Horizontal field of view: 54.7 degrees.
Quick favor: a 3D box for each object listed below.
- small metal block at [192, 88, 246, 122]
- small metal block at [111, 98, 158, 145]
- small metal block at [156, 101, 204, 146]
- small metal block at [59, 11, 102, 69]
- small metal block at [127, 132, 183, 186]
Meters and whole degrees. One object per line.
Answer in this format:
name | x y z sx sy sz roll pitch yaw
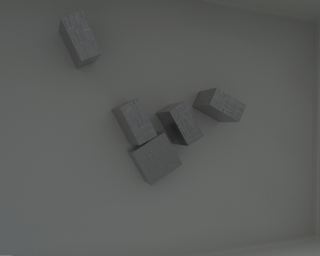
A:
small metal block | 0.081 -0.030 0.429 0.050 0.050 0.025 27 81 -18
small metal block | -0.033 -0.008 0.386 0.025 0.050 0.050 -30 100 -18
small metal block | 0.025 -0.005 0.408 0.025 0.050 0.050 -32 101 -17
small metal block | -0.094 -0.101 0.363 0.025 0.050 0.050 -27 99 -18
small metal block | -0.007 0.039 0.409 0.050 0.025 0.050 -32 101 -17
